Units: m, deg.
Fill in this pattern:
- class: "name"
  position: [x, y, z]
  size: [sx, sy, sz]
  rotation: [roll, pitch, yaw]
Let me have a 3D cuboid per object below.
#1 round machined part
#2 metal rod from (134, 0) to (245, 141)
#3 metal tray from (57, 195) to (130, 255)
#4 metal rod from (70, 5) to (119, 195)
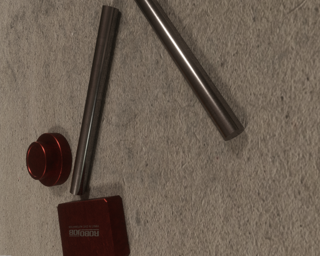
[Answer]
- class: "round machined part"
  position: [-0.206, 0.058, 0.560]
  size: [0.098, 0.042, 0.097]
  rotation: [0, 90, 39]
- class: "metal rod"
  position: [0.013, -0.114, 0.392]
  size: [0.025, 0.025, 0.299]
  rotation: [-43, 64, 31]
- class: "metal tray"
  position: [-0.109, 0.159, 0.489]
  size: [0.130, 0.030, 0.090]
  rotation: [-16, 80, 38]
- class: "metal rod"
  position: [-0.105, -0.036, 0.488]
  size: [0.025, 0.025, 0.298]
  rotation: [21, 103, 38]
